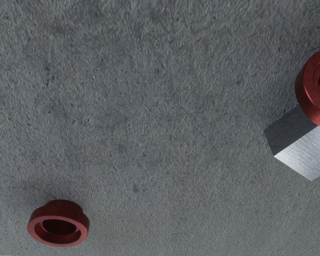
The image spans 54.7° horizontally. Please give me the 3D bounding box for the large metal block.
[{"bbox_3d":[0.200,0.014,0.406,0.080,0.050,0.080,31,124,-24],"label":"large metal block"}]

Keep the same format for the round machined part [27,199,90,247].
[{"bbox_3d":[-0.170,0.159,0.529,0.099,0.042,0.097,-1,130,0],"label":"round machined part"}]

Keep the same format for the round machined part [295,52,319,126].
[{"bbox_3d":[0.196,-0.036,0.339,0.099,0.098,0.042,1,156,-2],"label":"round machined part"}]
